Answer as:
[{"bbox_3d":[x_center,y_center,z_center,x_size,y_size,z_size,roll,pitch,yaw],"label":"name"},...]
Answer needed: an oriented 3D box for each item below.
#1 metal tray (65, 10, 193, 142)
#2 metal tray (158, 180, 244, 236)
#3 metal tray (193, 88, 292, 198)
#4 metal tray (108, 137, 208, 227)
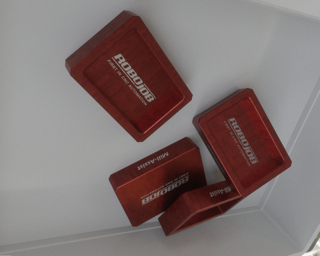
[{"bbox_3d":[-0.030,-0.053,0.355,0.090,0.030,0.130,-41,130,0],"label":"metal tray"},{"bbox_3d":[0.072,0.120,0.482,0.131,0.030,0.089,-7,147,-36],"label":"metal tray"},{"bbox_3d":[0.117,0.020,0.441,0.090,0.030,0.130,-32,98,-8],"label":"metal tray"},{"bbox_3d":[0.001,0.080,0.455,0.131,0.030,0.090,-26,128,-12],"label":"metal tray"}]
